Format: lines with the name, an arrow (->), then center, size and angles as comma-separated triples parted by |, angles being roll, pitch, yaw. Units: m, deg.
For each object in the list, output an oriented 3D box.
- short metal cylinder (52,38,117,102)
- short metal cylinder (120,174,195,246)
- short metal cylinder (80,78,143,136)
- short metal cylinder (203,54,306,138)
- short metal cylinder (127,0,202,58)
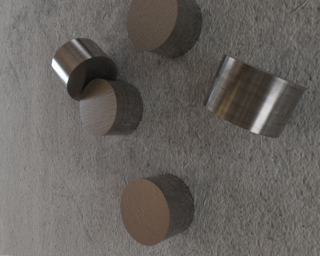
short metal cylinder -> -0.111, -0.086, 0.461 | 0.050, 0.081, 0.080 | 48, 119, 29
short metal cylinder -> -0.004, 0.101, 0.392 | 0.080, 0.050, 0.080 | 0, 90, 40
short metal cylinder -> -0.071, -0.029, 0.447 | 0.080, 0.050, 0.080 | 0, 90, 40
short metal cylinder -> 0.088, -0.032, 0.296 | 0.080, 0.081, 0.050 | 35, 112, 34
short metal cylinder -> 0.005, -0.132, 0.385 | 0.080, 0.050, 0.080 | 0, 90, 40
